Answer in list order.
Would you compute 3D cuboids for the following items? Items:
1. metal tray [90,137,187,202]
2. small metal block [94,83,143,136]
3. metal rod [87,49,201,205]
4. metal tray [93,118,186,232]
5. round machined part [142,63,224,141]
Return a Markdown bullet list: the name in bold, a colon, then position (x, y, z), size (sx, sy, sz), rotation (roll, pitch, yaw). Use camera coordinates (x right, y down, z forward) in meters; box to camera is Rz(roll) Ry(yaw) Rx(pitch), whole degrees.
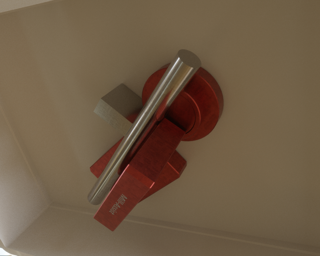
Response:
- **metal tray**: position (-0.036, 0.057, 0.456), size (0.090, 0.030, 0.129), rotation (46, 129, -5)
- **small metal block**: position (-0.047, -0.024, 0.399), size (0.050, 0.050, 0.025), rotation (39, 129, 1)
- **metal rod**: position (-0.037, 0.023, 0.389), size (0.025, 0.025, 0.298), rotation (38, 133, 2)
- **metal tray**: position (-0.026, 0.057, 0.363), size (0.030, 0.090, 0.129), rotation (36, 135, 1)
- **round machined part**: position (0.022, -0.025, 0.367), size (0.098, 0.042, 0.097), rotation (13, 124, 20)
